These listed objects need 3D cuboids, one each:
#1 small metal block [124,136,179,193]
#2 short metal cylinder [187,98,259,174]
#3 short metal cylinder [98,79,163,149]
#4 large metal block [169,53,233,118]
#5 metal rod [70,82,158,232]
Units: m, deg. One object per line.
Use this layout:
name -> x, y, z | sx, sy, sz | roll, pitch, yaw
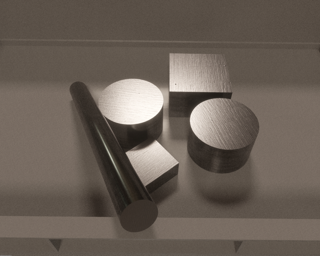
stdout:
small metal block -> -0.014, 0.045, 0.367 | 0.050, 0.025, 0.050 | -32, 57, -24
short metal cylinder -> 0.076, 0.009, 0.382 | 0.081, 0.050, 0.080 | 0, 50, 0
short metal cylinder -> -0.036, -0.019, 0.404 | 0.081, 0.050, 0.080 | 0, 50, 0
large metal block -> 0.053, -0.061, 0.441 | 0.081, 0.050, 0.080 | 1, 50, 0
metal rod -> -0.066, 0.000, 0.325 | 0.025, 0.025, 0.300 | -18, 28, -15
